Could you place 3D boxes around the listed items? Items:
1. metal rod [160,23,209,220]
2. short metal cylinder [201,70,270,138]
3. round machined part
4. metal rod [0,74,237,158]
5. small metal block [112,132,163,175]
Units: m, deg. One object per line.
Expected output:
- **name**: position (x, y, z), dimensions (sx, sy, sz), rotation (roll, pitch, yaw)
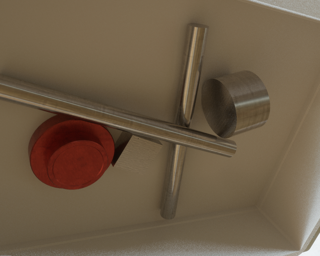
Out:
- **metal rod**: position (0.029, 0.010, 0.432), dimensions (0.025, 0.025, 0.298), rotation (-8, 122, -25)
- **short metal cylinder**: position (0.097, -0.031, 0.409), dimensions (0.050, 0.080, 0.079), rotation (-17, 126, -19)
- **round machined part**: position (-0.100, 0.033, 0.365), dimensions (0.099, 0.042, 0.097), rotation (-14, 125, -21)
- **metal rod**: position (-0.029, -0.006, 0.368), dimensions (0.302, 0.025, 0.025), rotation (15, 111, -28)
- **small metal block**: position (-0.033, 0.030, 0.411), dimensions (0.050, 0.025, 0.050), rotation (22, 107, -37)
